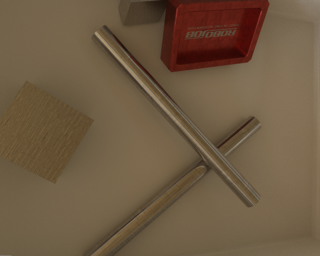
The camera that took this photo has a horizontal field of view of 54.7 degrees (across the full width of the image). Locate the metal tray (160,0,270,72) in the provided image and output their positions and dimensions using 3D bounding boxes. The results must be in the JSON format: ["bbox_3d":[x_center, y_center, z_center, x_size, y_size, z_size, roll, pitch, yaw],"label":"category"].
[{"bbox_3d":[0.070,-0.126,0.407,0.131,0.030,0.089,-11,135,-20],"label":"metal tray"}]

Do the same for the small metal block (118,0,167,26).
[{"bbox_3d":[-0.021,-0.155,0.388,0.050,0.050,0.025,-13,81,-20],"label":"small metal block"}]

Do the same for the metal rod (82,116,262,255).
[{"bbox_3d":[0.027,0.079,0.421,0.301,0.025,0.025,-37,102,-17],"label":"metal rod"}]

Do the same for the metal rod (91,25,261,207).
[{"bbox_3d":[0.026,-0.010,0.403,0.025,0.025,0.300,-45,98,-15],"label":"metal rod"}]

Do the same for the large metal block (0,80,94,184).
[{"bbox_3d":[-0.134,0.005,0.348,0.080,0.050,0.080,32,79,-18],"label":"large metal block"}]
